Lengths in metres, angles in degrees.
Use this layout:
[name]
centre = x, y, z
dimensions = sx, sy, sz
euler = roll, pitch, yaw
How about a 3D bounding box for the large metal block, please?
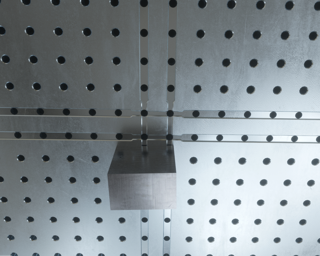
[large metal block]
centre = -0.021, 0.062, 0.407
dimensions = 0.080, 0.080, 0.050
euler = -1, 110, 0
